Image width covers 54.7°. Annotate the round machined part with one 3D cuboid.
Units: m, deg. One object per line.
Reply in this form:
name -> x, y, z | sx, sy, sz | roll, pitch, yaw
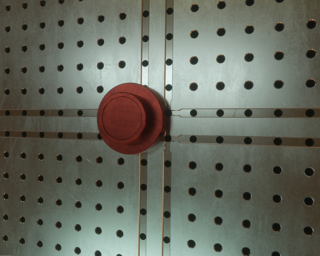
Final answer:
round machined part -> -0.043, -0.013, 0.418 | 0.098, 0.042, 0.097 | 0, 90, 19
